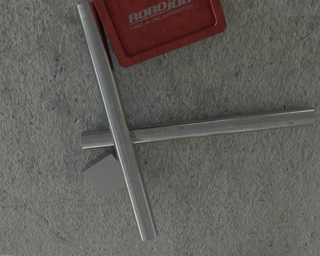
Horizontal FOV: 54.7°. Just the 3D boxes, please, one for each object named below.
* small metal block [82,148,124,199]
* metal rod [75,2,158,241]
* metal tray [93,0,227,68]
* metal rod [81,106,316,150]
[{"bbox_3d":[-0.070,0.062,0.432,0.050,0.025,0.050,-33,107,11],"label":"small metal block"},{"bbox_3d":[-0.050,0.001,0.384,0.025,0.025,0.298,-13,101,4],"label":"metal rod"},{"bbox_3d":[0.000,-0.134,0.357,0.130,0.030,0.090,-19,109,6],"label":"metal tray"},{"bbox_3d":[0.048,0.000,0.410,0.302,0.025,0.025,-6,110,2],"label":"metal rod"}]
